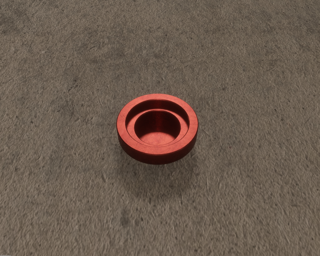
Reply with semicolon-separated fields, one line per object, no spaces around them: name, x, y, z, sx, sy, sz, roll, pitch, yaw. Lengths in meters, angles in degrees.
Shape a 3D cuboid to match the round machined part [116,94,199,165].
round machined part;-0.003;0.006;0.388;0.099;0.042;0.098;0;50;0
